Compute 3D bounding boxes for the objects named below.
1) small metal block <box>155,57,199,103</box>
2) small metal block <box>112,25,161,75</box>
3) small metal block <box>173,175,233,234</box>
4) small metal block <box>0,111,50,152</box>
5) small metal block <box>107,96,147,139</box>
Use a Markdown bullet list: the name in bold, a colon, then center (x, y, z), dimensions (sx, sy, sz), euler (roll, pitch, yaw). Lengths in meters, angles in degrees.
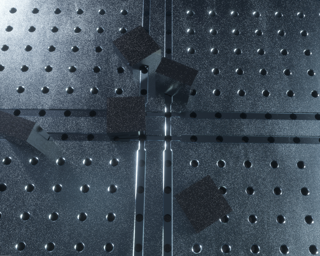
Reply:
- **small metal block**: center (0.022, -0.065, 0.422), dimensions (0.050, 0.050, 0.025), euler (24, 72, 8)
- **small metal block**: center (-0.034, -0.114, 0.453), dimensions (0.050, 0.025, 0.050), euler (-34, 74, -12)
- **small metal block**: center (0.051, 0.093, 0.378), dimensions (0.050, 0.025, 0.050), euler (-29, 73, -11)
- **small metal block**: center (-0.177, 0.005, 0.394), dimensions (0.050, 0.050, 0.025), euler (18, 71, 6)
- **small metal block**: center (-0.045, -0.014, 0.416), dimensions (0.050, 0.025, 0.050), euler (-3, 70, -2)
